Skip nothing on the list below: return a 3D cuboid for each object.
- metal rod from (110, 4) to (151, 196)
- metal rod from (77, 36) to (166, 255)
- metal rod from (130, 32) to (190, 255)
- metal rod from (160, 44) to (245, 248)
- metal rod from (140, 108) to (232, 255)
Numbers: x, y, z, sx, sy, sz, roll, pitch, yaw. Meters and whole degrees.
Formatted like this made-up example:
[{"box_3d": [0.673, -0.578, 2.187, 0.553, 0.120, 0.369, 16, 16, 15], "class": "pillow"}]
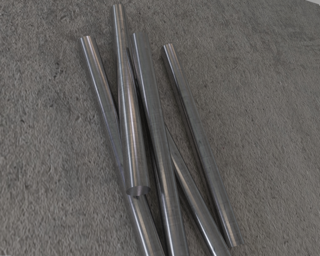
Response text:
[{"box_3d": [-0.043, -0.059, 0.395, 0.025, 0.025, 0.299, 8, 52, -24], "class": "metal rod"}, {"box_3d": [-0.051, 0.014, 0.367, 0.025, 0.025, 0.299, -7, 65, -31], "class": "metal rod"}, {"box_3d": [-0.002, 0.018, 0.367, 0.025, 0.025, 0.299, 0, 69, -28], "class": "metal rod"}, {"box_3d": [0.051, 0.008, 0.425, 0.025, 0.025, 0.299, -2, 63, -29], "class": "metal rod"}, {"box_3d": [0.030, 0.067, 0.378, 0.025, 0.025, 0.299, -14, 69, -34], "class": "metal rod"}]
